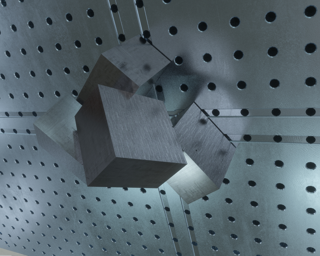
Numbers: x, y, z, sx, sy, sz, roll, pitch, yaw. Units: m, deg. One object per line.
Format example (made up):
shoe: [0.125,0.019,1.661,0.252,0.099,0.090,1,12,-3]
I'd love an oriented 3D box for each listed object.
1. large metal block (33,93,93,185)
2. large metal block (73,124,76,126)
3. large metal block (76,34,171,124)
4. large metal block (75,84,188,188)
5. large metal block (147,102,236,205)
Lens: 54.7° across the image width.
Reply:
large metal block: [-0.099,0.017,0.371,0.080,0.050,0.080,41,154,0]
large metal block: [-0.087,0.020,0.451,0.080,0.050,0.080,43,129,-2]
large metal block: [-0.043,-0.053,0.362,0.050,0.080,0.080,41,129,0]
large metal block: [-0.030,0.011,0.306,0.050,0.081,0.080,-45,50,34]
large metal block: [0.037,0.029,0.371,0.080,0.080,0.050,47,129,-5]
